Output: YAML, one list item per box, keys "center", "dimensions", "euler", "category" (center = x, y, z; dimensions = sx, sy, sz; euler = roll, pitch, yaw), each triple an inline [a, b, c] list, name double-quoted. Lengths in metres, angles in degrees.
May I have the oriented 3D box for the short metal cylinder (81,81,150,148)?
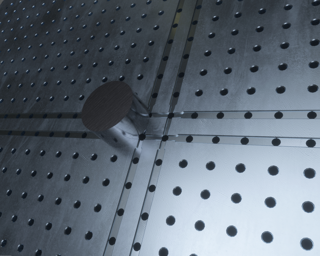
- center: [-0.061, -0.019, 0.434]
  dimensions: [0.080, 0.050, 0.080]
  euler: [-13, 56, 20]
  category: "short metal cylinder"
